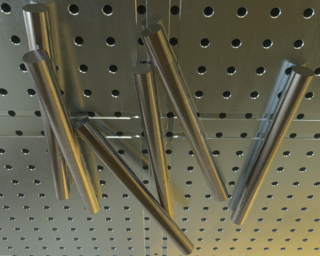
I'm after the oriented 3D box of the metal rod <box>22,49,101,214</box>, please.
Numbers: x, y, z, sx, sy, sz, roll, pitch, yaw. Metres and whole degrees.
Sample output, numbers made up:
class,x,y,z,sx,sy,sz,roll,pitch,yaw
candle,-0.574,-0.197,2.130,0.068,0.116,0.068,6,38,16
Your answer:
class,x,y,z,sx,sy,sz,roll,pitch,yaw
metal rod,-0.119,0.031,0.417,0.025,0.025,0.298,-2,136,1

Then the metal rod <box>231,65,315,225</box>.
class,x,y,z,sx,sy,sz,roll,pitch,yaw
metal rod,0.151,0.047,0.452,0.025,0.025,0.298,4,130,-3

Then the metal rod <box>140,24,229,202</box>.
class,x,y,z,sx,sy,sz,roll,pitch,yaw
metal rod,0.045,0.004,0.415,0.025,0.025,0.299,-17,128,13

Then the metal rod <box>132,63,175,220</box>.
class,x,y,z,sx,sy,sz,roll,pitch,yaw
metal rod,-0.003,0.045,0.449,0.025,0.025,0.299,-5,130,4

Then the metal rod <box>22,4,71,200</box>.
class,x,y,z,sx,sy,sz,roll,pitch,yaw
metal rod,-0.140,-0.006,0.404,0.025,0.025,0.298,5,130,-4

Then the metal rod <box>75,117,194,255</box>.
class,x,y,z,sx,sy,sz,roll,pitch,yaw
metal rod,-0.028,0.103,0.475,0.025,0.025,0.300,-25,119,19
